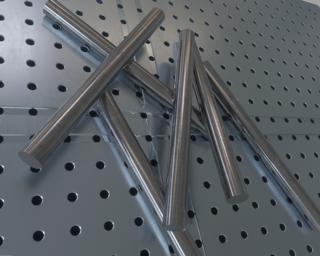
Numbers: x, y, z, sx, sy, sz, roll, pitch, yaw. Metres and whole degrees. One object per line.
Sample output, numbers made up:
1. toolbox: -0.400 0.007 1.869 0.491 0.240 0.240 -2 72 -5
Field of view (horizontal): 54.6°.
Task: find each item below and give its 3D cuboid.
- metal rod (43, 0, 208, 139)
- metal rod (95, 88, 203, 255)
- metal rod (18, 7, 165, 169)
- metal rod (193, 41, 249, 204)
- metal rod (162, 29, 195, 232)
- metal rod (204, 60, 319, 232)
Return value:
1. metal rod: -0.034 -0.077 0.436 0.300 0.025 0.025 37 51 -3
2. metal rod: -0.012 0.064 0.361 0.025 0.025 0.299 -20 73 -36
3. metal rod: -0.063 -0.072 0.384 0.025 0.025 0.301 35 51 -6
4. metal rod: 0.065 -0.038 0.436 0.025 0.025 0.300 9 49 -23
5. metal rod: 0.028 -0.021 0.401 0.025 0.025 0.300 18 55 -18
6. metal rod: 0.150 0.020 0.475 0.025 0.025 0.299 -25 75 -37
